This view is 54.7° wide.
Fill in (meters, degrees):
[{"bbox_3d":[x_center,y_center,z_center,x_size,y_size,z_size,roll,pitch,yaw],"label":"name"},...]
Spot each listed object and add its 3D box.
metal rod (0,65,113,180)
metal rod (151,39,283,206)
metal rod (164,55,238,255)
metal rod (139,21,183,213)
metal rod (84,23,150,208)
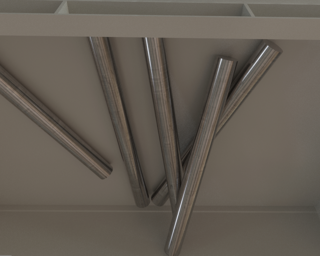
[{"bbox_3d":[-0.162,-0.029,0.382,0.025,0.025,0.300,-26,126,20],"label":"metal rod"},{"bbox_3d":[0.059,0.014,0.421,0.025,0.025,0.298,19,128,-16],"label":"metal rod"},{"bbox_3d":[0.047,0.054,0.407,0.025,0.025,0.298,9,115,-7],"label":"metal rod"},{"bbox_3d":[0.012,0.016,0.401,0.025,0.025,0.298,-6,124,5],"label":"metal rod"},{"bbox_3d":[-0.047,0.009,0.415,0.025,0.025,0.298,-6,130,5],"label":"metal rod"}]
